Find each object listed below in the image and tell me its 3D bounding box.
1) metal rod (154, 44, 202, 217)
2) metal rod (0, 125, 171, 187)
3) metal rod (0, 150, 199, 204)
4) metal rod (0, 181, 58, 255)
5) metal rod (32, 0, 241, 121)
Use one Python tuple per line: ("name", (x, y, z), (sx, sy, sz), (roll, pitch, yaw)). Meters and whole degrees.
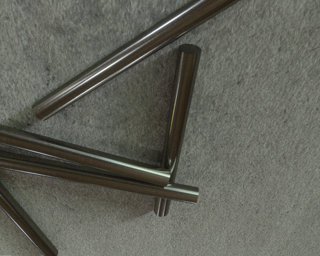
("metal rod", (0.017, 0.027, 0.430), (0.025, 0.025, 0.298), (4, 130, -4))
("metal rod", (-0.133, 0.029, 0.414), (0.302, 0.025, 0.025), (16, 128, -8))
("metal rod", (-0.095, 0.070, 0.445), (0.302, 0.025, 0.025), (11, 130, -2))
("metal rod", (-0.245, 0.142, 0.523), (0.025, 0.025, 0.298), (-9, 130, 7))
("metal rod", (-0.025, -0.084, 0.335), (0.300, 0.025, 0.025), (-27, 125, 20))
